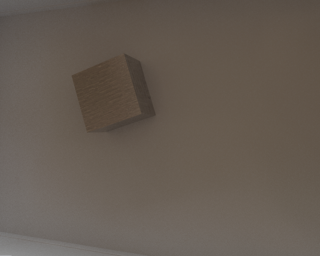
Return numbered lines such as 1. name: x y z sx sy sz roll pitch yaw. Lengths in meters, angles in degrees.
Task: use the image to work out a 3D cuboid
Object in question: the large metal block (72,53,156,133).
1. large metal block: -0.061 -0.044 0.418 0.080 0.050 0.080 -18 84 18
